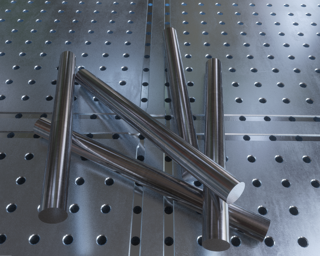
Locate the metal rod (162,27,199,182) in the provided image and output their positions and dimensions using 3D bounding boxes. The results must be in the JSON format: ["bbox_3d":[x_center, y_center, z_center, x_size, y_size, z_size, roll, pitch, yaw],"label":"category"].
[{"bbox_3d":[0.027,-0.057,0.447,0.025,0.025,0.300,-3,48,-3],"label":"metal rod"}]

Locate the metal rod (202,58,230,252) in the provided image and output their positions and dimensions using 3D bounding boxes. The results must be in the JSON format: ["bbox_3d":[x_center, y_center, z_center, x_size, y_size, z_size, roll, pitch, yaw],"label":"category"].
[{"bbox_3d":[0.068,0.002,0.386,0.025,0.025,0.300,5,44,4],"label":"metal rod"}]

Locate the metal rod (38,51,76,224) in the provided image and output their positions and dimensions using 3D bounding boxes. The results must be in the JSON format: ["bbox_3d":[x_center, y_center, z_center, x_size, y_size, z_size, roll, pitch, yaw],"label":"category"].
[{"bbox_3d":[-0.122,-0.017,0.390,0.025,0.025,0.300,-8,41,-7],"label":"metal rod"}]

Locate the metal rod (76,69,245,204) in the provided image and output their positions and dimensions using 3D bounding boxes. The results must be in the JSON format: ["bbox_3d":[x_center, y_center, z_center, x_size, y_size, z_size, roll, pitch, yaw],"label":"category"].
[{"bbox_3d":[-0.024,-0.009,0.378,0.025,0.025,0.300,-32,46,-24],"label":"metal rod"}]

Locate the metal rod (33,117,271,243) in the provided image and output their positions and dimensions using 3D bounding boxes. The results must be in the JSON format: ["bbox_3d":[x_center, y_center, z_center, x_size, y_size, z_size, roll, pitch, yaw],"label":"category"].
[{"bbox_3d":[-0.024,0.052,0.363,0.301,0.025,0.025,22,53,17],"label":"metal rod"}]
